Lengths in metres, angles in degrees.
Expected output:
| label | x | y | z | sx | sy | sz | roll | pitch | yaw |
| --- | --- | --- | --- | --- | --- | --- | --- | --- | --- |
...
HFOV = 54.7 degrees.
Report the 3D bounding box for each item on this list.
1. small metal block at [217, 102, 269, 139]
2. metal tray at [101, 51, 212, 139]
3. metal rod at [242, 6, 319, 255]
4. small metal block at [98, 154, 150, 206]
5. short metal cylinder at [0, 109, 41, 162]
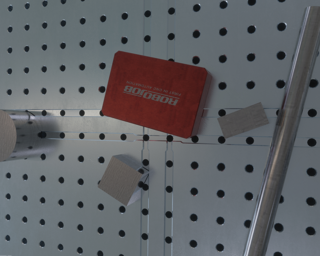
| label | x | y | z | sx | sy | sz | roll | pitch | yaw |
| --- | --- | --- | --- | --- | --- | --- | --- | --- | --- |
| small metal block | 0.099 | -0.008 | 0.364 | 0.050 | 0.050 | 0.025 | -21 | 83 | 19 |
| metal tray | -0.006 | -0.045 | 0.412 | 0.130 | 0.030 | 0.089 | 16 | 95 | 19 |
| metal rod | 0.144 | 0.012 | 0.361 | 0.025 | 0.025 | 0.298 | 14 | 95 | 19 |
| small metal block | -0.051 | 0.071 | 0.430 | 0.050 | 0.025 | 0.050 | 29 | 99 | 17 |
| short metal cylinder | -0.236 | 0.011 | 0.483 | 0.080 | 0.050 | 0.080 | 0 | 90 | 20 |
